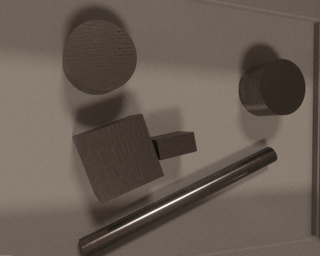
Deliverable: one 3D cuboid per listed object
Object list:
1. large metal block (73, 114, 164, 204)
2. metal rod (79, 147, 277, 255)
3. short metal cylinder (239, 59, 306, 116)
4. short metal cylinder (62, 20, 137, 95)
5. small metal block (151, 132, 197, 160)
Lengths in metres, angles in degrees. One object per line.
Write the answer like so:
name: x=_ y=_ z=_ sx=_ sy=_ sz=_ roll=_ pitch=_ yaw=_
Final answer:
large metal block: x=-0.052 y=0.034 z=0.379 sx=0.081 sy=0.050 sz=0.080 roll=-22 pitch=98 yaw=-19
metal rod: x=0.038 y=0.094 z=0.426 sx=0.302 sy=0.025 sz=0.025 roll=-22 pitch=98 yaw=-19
short metal cylinder: x=0.166 y=-0.058 z=0.460 sx=0.081 sy=0.050 sz=0.079 roll=0 pitch=90 yaw=-21
short metal cylinder: x=-0.073 y=-0.081 z=0.371 sx=0.081 sy=0.050 sz=0.079 roll=0 pitch=90 yaw=-21
small metal block: x=0.013 y=0.022 z=0.403 sx=0.050 sy=0.050 sz=0.025 roll=-12 pitch=95 yaw=-20
